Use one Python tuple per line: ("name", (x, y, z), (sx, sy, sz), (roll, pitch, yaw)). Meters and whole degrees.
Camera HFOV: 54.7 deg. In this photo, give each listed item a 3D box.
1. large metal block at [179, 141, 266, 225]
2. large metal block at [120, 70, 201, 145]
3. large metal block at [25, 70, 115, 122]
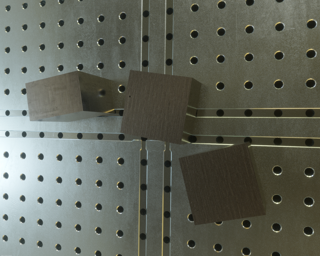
("large metal block", (0.076, 0.064, 0.372), (0.080, 0.050, 0.080), (-15, 85, 19))
("large metal block", (0.002, -0.026, 0.398), (0.080, 0.050, 0.079), (10, 94, 19))
("large metal block", (-0.120, -0.039, 0.424), (0.080, 0.080, 0.050), (-9, 87, 19))
